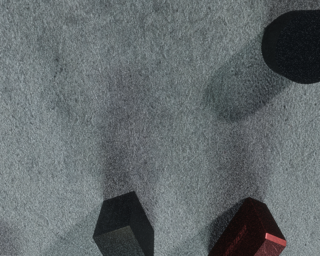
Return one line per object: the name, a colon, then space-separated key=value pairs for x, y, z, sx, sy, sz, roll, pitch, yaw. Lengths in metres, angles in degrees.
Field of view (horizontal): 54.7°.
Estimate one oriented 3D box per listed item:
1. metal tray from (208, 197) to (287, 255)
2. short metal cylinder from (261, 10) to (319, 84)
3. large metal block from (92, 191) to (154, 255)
metal tray: x=0.116 y=0.176 z=0.441 sx=0.030 sy=0.090 sz=0.129 roll=25 pitch=108 yaw=-9
short metal cylinder: x=0.167 y=-0.096 z=0.363 sx=0.081 sy=0.050 sz=0.079 roll=0 pitch=110 yaw=0
large metal block: x=-0.047 y=0.149 z=0.435 sx=0.050 sy=0.080 sz=0.080 roll=-20 pitch=109 yaw=7
